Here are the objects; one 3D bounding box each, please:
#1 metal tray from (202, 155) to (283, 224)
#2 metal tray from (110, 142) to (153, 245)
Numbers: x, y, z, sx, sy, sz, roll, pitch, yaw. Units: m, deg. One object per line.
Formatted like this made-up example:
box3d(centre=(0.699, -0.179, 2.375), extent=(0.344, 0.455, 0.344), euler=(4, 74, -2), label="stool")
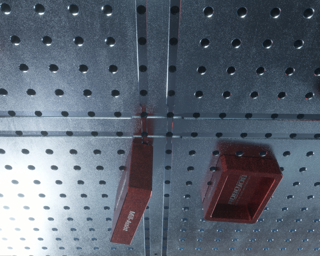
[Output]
box3d(centre=(0.127, 0.102, 0.495), extent=(0.091, 0.030, 0.129), euler=(6, 130, -5), label="metal tray")
box3d(centre=(-0.042, 0.096, 0.449), extent=(0.030, 0.090, 0.129), euler=(12, 129, -10), label="metal tray")
